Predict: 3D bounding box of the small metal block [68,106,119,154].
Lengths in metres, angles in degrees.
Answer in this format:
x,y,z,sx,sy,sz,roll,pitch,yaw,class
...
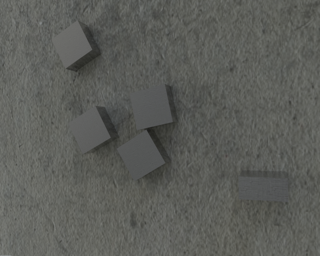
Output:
x,y,z,sx,sy,sz,roll,pitch,yaw,class
-0.094,0.003,0.441,0.050,0.025,0.050,-30,81,17,small metal block

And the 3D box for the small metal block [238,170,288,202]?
x,y,z,sx,sy,sz,roll,pitch,yaw,class
0.118,0.065,0.354,0.050,0.050,0.025,-1,90,19,small metal block

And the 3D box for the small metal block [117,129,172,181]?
x,y,z,sx,sy,sz,roll,pitch,yaw,class
-0.021,0.036,0.416,0.050,0.025,0.050,-33,80,16,small metal block

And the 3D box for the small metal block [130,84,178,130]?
x,y,z,sx,sy,sz,roll,pitch,yaw,class
-0.008,-0.027,0.411,0.050,0.025,0.050,-13,86,19,small metal block

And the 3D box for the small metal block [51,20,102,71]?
x,y,z,sx,sy,sz,roll,pitch,yaw,class
-0.121,-0.118,0.450,0.050,0.025,0.050,-30,81,17,small metal block
